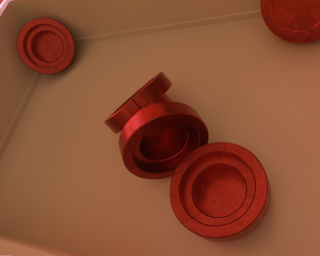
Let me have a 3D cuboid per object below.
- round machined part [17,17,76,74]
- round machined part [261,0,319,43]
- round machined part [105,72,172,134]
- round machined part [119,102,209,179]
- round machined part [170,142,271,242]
[{"bbox_3d":[-0.204,-0.149,0.567,0.098,0.098,0.042,-38,13,2],"label":"round machined part"},{"bbox_3d":[0.165,-0.145,0.357,0.098,0.097,0.042,9,35,32],"label":"round machined part"},{"bbox_3d":[-0.021,-0.025,0.398,0.098,0.042,0.098,-40,10,9],"label":"round machined part"},{"bbox_3d":[0.001,0.010,0.352,0.098,0.098,0.042,-33,43,6],"label":"round machined part"},{"bbox_3d":[0.063,0.067,0.320,0.098,0.042,0.098,-13,56,20],"label":"round machined part"}]
